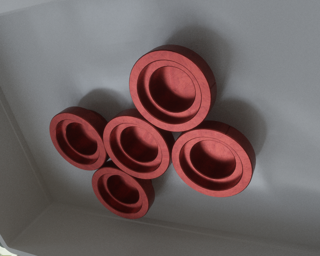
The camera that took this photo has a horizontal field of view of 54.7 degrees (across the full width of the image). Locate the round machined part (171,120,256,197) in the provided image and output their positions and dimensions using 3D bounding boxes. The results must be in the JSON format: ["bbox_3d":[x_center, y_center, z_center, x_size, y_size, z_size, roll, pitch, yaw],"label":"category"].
[{"bbox_3d":[0.067,0.033,0.379,0.098,0.042,0.097,13,124,21],"label":"round machined part"}]

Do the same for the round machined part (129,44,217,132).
[{"bbox_3d":[0.018,-0.048,0.356,0.098,0.042,0.097,13,124,21],"label":"round machined part"}]

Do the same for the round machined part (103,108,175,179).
[{"bbox_3d":[-0.023,0.017,0.416,0.098,0.042,0.097,13,124,21],"label":"round machined part"}]

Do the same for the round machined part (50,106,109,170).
[{"bbox_3d":[-0.111,0.011,0.460,0.098,0.042,0.097,13,124,21],"label":"round machined part"}]

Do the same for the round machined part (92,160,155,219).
[{"bbox_3d":[-0.052,0.088,0.476,0.098,0.042,0.097,13,124,21],"label":"round machined part"}]
